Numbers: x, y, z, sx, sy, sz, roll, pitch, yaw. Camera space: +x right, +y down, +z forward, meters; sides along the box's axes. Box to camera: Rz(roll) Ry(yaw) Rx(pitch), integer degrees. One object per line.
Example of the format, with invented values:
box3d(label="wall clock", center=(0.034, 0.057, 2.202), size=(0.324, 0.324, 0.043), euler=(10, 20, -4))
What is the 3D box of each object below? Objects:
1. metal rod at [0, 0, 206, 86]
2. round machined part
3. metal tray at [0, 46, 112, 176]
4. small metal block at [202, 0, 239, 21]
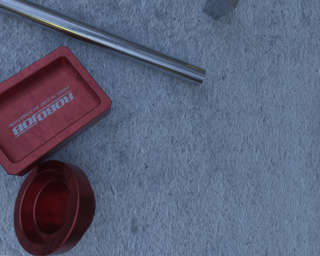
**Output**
box3d(label="metal rod", center=(-0.079, -0.112, 0.379), size=(0.302, 0.025, 0.025), euler=(17, 84, -20))
box3d(label="round machined part", center=(-0.110, 0.087, 0.340), size=(0.042, 0.098, 0.098), euler=(29, 78, -55))
box3d(label="metal tray", center=(-0.131, -0.020, 0.345), size=(0.131, 0.030, 0.090), euler=(-38, 87, -16))
box3d(label="small metal block", center=(0.091, -0.185, 0.429), size=(0.025, 0.050, 0.050), euler=(29, 81, -18))
